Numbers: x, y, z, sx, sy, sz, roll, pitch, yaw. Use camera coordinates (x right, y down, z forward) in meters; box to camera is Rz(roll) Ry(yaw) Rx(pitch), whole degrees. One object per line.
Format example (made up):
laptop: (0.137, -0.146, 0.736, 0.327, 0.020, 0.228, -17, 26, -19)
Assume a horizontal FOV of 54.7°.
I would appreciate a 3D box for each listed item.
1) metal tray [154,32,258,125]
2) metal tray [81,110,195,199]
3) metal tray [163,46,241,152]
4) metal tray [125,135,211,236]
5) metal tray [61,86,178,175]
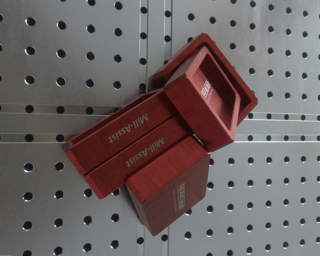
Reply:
metal tray: (0.067, -0.054, 0.435, 0.090, 0.030, 0.130, -46, 105, -15)
metal tray: (-0.031, 0.025, 0.366, 0.131, 0.090, 0.030, -34, 102, -17)
metal tray: (0.057, -0.041, 0.375, 0.090, 0.030, 0.130, 52, 30, -13)
metal tray: (0.014, 0.074, 0.370, 0.090, 0.129, 0.030, -34, 60, -17)
metal tray: (-0.048, 0.000, 0.361, 0.131, 0.090, 0.030, -34, 102, -17)
